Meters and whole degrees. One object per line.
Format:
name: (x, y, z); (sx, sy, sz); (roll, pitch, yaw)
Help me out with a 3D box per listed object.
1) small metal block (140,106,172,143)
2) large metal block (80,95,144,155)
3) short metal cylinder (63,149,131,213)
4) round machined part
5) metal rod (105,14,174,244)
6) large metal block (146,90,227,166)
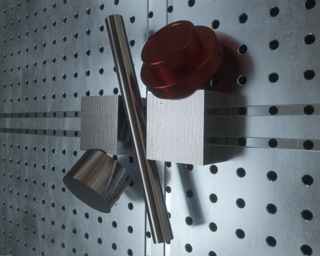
small metal block: (-0.011, -0.004, 0.420); (0.050, 0.025, 0.050); (1, 91, 40)
large metal block: (-0.070, -0.005, 0.452); (0.080, 0.050, 0.079); (3, 92, 40)
short metal cylinder: (-0.088, 0.076, 0.438); (0.080, 0.050, 0.080); (23, 145, 18)
round machined part: (0.018, -0.083, 0.352); (0.098, 0.042, 0.098); (-22, 44, 23)
metal rod: (-0.029, -0.007, 0.400); (0.025, 0.025, 0.299); (-22, 76, 38)
large metal block: (0.031, -0.001, 0.368); (0.080, 0.050, 0.079); (1, 91, 40)
